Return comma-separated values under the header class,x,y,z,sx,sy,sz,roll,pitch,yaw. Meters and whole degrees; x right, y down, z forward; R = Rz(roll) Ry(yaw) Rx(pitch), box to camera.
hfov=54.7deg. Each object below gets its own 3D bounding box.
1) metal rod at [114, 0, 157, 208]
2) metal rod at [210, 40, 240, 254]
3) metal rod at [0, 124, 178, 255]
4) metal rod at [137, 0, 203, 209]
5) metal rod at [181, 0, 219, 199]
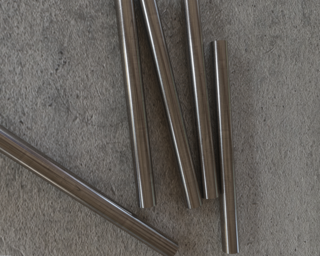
class,x,y,z,sx,sy,sz,roll,pitch,yaw
metal rod,-0.033,-0.048,0.396,0.025,0.025,0.298,-7,93,-20
metal rod,0.093,0.027,0.442,0.025,0.025,0.298,-4,92,-20
metal rod,-0.097,0.074,0.373,0.301,0.025,0.025,38,78,-16
metal rod,0.013,-0.039,0.413,0.025,0.025,0.298,-15,95,-19
metal rod,0.054,-0.052,0.428,0.025,0.025,0.298,-7,93,-20
